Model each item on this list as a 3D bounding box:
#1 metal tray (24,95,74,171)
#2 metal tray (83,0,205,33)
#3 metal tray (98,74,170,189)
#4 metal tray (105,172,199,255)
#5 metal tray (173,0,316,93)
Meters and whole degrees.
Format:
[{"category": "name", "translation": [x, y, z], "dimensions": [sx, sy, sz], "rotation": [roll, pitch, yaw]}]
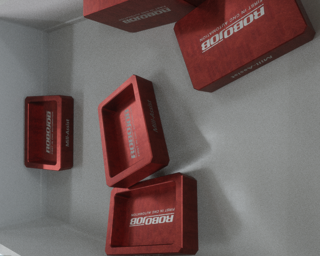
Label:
[{"category": "metal tray", "translation": [-0.200, 0.008, 0.557], "dimensions": [0.090, 0.030, 0.129], "rotation": [1, 91, 27]}, {"category": "metal tray", "translation": [-0.020, -0.153, 0.380], "dimensions": [0.130, 0.091, 0.030], "rotation": [1, 91, 40]}, {"category": "metal tray", "translation": [-0.040, 0.005, 0.417], "dimensions": [0.090, 0.030, 0.130], "rotation": [-34, 55, 34]}, {"category": "metal tray", "translation": [-0.013, 0.114, 0.394], "dimensions": [0.130, 0.030, 0.090], "rotation": [-20, 56, 38]}, {"category": "metal tray", "translation": [0.083, -0.105, 0.335], "dimensions": [0.130, 0.030, 0.090], "rotation": [-27, 73, 36]}]
